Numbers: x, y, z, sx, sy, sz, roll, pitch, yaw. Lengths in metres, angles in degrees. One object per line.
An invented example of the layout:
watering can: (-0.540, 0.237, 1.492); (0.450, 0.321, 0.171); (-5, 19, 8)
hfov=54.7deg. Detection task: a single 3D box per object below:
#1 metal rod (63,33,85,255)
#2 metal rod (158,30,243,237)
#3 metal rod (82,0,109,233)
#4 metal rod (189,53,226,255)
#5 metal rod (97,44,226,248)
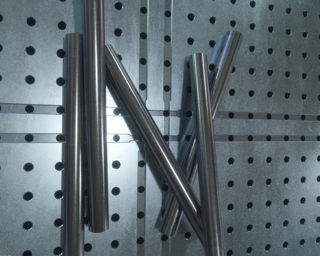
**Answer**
metal rod: (-0.103, 0.038, 0.375); (0.025, 0.025, 0.298); (1, 90, -20)
metal rod: (0.060, 0.003, 0.435); (0.025, 0.025, 0.299); (22, 82, -19)
metal rod: (-0.077, -0.023, 0.370); (0.025, 0.025, 0.298); (-2, 97, -20)
metal rod: (0.060, 0.045, 0.397); (0.025, 0.025, 0.299); (3, 74, -20)
metal rod: (0.001, 0.032, 0.395); (0.025, 0.025, 0.299); (-30, 93, -18)
